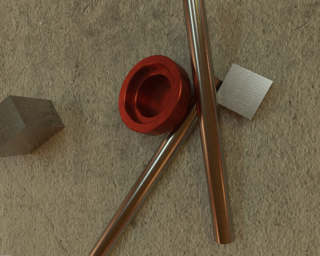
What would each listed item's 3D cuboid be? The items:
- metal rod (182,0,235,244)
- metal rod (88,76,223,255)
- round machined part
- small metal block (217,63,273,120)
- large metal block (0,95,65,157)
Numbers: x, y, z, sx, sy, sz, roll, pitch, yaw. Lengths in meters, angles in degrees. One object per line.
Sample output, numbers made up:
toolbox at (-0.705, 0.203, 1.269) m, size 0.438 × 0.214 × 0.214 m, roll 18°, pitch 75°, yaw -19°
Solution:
metal rod at (0.058, -0.010, 0.366) m, size 0.025 × 0.025 × 0.298 m, roll -6°, pitch 96°, yaw 19°
metal rod at (-0.011, 0.061, 0.411) m, size 0.025 × 0.025 × 0.299 m, roll 36°, pitch 101°, yaw 16°
round machined part at (-0.002, -0.038, 0.388) m, size 0.098 × 0.042 × 0.098 m, roll -12°, pitch 70°, yaw 36°
small metal block at (0.100, -0.043, 0.373) m, size 0.050 × 0.025 × 0.050 m, roll 30°, pitch 100°, yaw 17°
large metal block at (-0.203, -0.001, 0.449) m, size 0.080 × 0.080 × 0.050 m, roll -35°, pitch 79°, yaw 16°
